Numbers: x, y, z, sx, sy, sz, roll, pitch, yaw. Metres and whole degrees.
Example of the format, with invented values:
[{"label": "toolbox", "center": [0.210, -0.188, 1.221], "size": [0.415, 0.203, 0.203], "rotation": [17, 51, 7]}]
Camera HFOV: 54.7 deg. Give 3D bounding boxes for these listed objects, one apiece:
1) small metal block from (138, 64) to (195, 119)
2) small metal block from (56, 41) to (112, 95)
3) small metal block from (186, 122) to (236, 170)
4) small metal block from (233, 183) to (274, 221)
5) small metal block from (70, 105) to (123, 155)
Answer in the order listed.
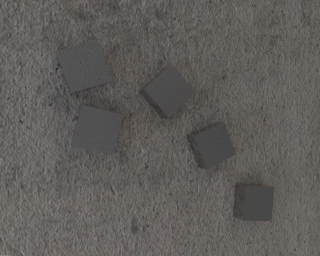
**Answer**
[{"label": "small metal block", "center": [0.009, -0.048, 0.412], "size": [0.050, 0.025, 0.050], "rotation": [-45, 104, -14]}, {"label": "small metal block", "center": [-0.092, -0.072, 0.375], "size": [0.050, 0.025, 0.050], "rotation": [-20, 97, -19]}, {"label": "small metal block", "center": [0.072, 0.024, 0.436], "size": [0.050, 0.025, 0.050], "rotation": [-24, 98, -19]}, {"label": "small metal block", "center": [0.139, 0.110, 0.460], "size": [0.050, 0.025, 0.050], "rotation": [7, 88, -20]}, {"label": "small metal block", "center": [-0.078, 0.002, 0.380], "size": [0.050, 0.025, 0.050], "rotation": [14, 85, -20]}]
